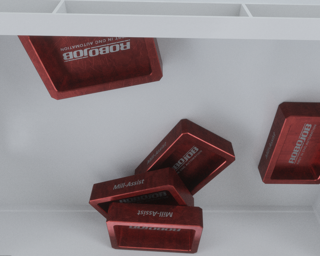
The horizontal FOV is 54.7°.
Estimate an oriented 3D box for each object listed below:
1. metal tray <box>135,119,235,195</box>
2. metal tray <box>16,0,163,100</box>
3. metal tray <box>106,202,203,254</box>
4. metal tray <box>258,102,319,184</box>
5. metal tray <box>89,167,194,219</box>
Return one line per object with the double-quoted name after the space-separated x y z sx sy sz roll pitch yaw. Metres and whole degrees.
0.033 0.054 0.452 0.090 0.030 0.129 27 125 -22 "metal tray"
-0.069 -0.084 0.332 0.131 0.030 0.090 -10 130 7 "metal tray"
-0.007 0.148 0.454 0.131 0.030 0.089 3 136 1 "metal tray"
0.198 0.025 0.430 0.091 0.030 0.129 1 130 -1 "metal tray"
-0.025 0.107 0.457 0.130 0.030 0.090 -15 133 19 "metal tray"
